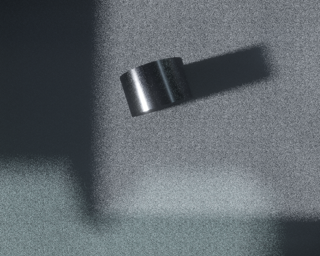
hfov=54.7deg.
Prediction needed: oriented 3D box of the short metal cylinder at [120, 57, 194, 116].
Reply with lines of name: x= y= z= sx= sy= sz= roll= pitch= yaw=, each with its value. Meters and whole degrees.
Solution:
short metal cylinder: x=-0.004 y=-0.049 z=0.384 sx=0.080 sy=0.080 sz=0.050 roll=-18 pitch=90 yaw=0
